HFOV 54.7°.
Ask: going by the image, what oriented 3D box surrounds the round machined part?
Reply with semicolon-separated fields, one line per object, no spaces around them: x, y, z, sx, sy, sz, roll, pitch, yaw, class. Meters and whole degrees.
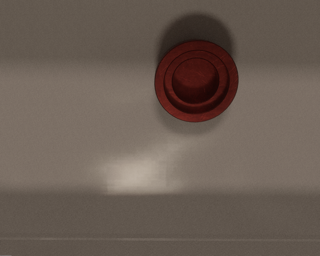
0.042;-0.060;0.381;0.099;0.042;0.097;0;110;-1;round machined part
